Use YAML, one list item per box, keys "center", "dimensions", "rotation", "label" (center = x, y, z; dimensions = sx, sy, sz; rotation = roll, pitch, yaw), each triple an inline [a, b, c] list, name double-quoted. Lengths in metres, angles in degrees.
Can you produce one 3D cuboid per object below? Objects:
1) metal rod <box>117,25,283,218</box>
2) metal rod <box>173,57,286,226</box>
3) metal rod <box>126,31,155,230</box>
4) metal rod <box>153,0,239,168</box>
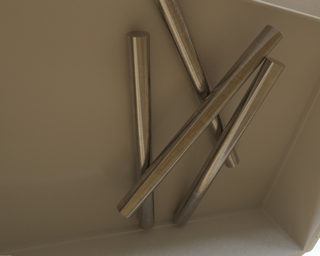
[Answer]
- center: [0.046, -0.003, 0.397]
  dimensions: [0.025, 0.025, 0.299]
  rotation: [33, 100, -38]
  label: "metal rod"
- center: [0.087, 0.037, 0.450]
  dimensions: [0.025, 0.025, 0.298]
  rotation: [5, 125, -31]
  label: "metal rod"
- center: [-0.022, 0.025, 0.411]
  dimensions: [0.025, 0.025, 0.298]
  rotation: [-14, 124, -21]
  label: "metal rod"
- center: [0.058, -0.046, 0.411]
  dimensions: [0.025, 0.025, 0.299]
  rotation: [-35, 129, -5]
  label: "metal rod"
